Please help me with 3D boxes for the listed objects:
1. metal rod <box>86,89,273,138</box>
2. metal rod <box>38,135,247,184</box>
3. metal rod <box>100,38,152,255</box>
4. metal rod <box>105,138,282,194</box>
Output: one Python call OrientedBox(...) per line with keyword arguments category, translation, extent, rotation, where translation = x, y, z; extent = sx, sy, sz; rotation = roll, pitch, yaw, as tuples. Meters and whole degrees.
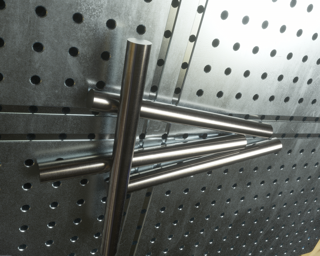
OrientedBox(category="metal rod", translation=(0.048, -0.013, 0.428), extent=(0.302, 0.025, 0.025), rotation=(8, 114, -32))
OrientedBox(category="metal rod", translation=(-0.006, 0.038, 0.429), extent=(0.302, 0.025, 0.025), rotation=(-7, 122, -25))
OrientedBox(category="metal rod", translation=(-0.047, 0.044, 0.377), extent=(0.025, 0.025, 0.298), rotation=(-3, 120, -27))
OrientedBox(category="metal rod", translation=(0.065, 0.057, 0.480), extent=(0.302, 0.025, 0.025), rotation=(-11, 123, -22))
